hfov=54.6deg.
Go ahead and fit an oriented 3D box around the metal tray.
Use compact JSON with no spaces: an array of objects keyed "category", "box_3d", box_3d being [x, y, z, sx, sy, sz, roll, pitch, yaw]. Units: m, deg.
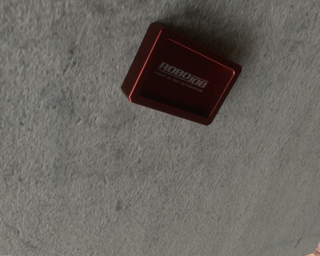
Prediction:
[{"category":"metal tray","box_3d":[0.029,-0.061,0.381,0.131,0.030,0.090,16,110,-35]}]
